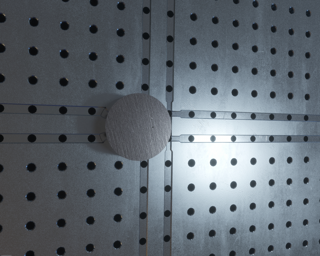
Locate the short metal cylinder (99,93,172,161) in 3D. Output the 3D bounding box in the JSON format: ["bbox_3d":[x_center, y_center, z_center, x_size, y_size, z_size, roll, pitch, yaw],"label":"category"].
[{"bbox_3d":[-0.032,-0.001,0.387,0.081,0.050,0.080,0,90,-20],"label":"short metal cylinder"}]
